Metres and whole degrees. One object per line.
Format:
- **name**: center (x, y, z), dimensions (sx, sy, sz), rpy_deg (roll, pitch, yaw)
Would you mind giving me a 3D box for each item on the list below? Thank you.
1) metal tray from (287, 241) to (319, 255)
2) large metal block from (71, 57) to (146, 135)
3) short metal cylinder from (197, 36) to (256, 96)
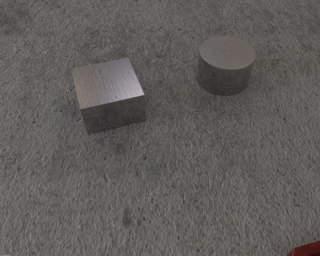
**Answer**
- **metal tray**: center (0.180, 0.161, 0.265), dimensions (0.091, 0.030, 0.130), rpy_deg (-11, 51, -10)
- **large metal block**: center (-0.070, -0.045, 0.424), dimensions (0.081, 0.050, 0.080), rpy_deg (-14, 52, -12)
- **short metal cylinder**: center (0.097, -0.094, 0.467), dimensions (0.081, 0.050, 0.080), rpy_deg (0, 50, 0)
